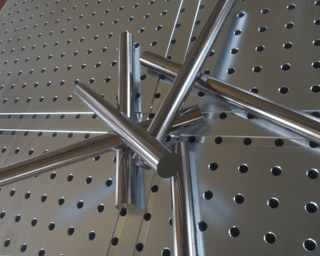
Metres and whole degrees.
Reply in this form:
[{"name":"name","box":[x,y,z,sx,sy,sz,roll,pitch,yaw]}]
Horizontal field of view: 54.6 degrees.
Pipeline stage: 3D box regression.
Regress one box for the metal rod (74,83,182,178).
[{"name":"metal rod","box":[-0.062,-0.015,0.397,0.025,0.025,0.300,-48,34,-5]}]

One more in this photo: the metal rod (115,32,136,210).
[{"name":"metal rod","box":[-0.050,-0.031,0.454,0.025,0.025,0.300,-17,55,19]}]

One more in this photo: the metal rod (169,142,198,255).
[{"name":"metal rod","box":[0.027,0.150,0.302,0.025,0.025,0.300,-15,55,20]}]

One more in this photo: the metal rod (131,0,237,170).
[{"name":"metal rod","box":[0.043,-0.082,0.403,0.025,0.025,0.300,12,62,33]}]

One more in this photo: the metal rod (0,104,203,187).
[{"name":"metal rod","box":[-0.092,0.027,0.395,0.301,0.025,0.025,-18,53,0]}]

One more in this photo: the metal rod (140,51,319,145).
[{"name":"metal rod","box":[0.079,-0.048,0.396,0.300,0.025,0.025,31,79,38]}]
